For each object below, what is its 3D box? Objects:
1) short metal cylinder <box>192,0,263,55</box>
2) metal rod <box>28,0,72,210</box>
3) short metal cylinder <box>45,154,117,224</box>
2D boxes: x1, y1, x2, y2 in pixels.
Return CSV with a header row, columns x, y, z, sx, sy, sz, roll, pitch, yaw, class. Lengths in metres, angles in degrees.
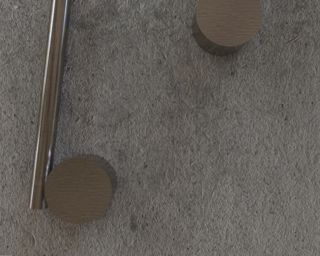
x,y,z,sx,sy,sz,roll,pitch,yaw,class
0.084,-0.138,0.398,0.081,0.050,0.079,0,90,0,short metal cylinder
-0.144,-0.044,0.408,0.025,0.025,0.298,6,90,0,metal rod
-0.098,0.075,0.397,0.081,0.050,0.079,0,90,0,short metal cylinder
